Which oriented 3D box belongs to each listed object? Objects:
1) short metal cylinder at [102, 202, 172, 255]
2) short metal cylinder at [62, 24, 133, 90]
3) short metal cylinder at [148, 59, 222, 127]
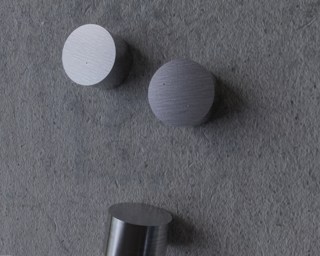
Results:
[{"bbox_3d":[-0.028,0.131,0.390,0.080,0.080,0.050,10,94,19],"label":"short metal cylinder"},{"bbox_3d":[-0.085,-0.095,0.426,0.080,0.050,0.080,0,90,20],"label":"short metal cylinder"},{"bbox_3d":[0.032,-0.041,0.384,0.080,0.050,0.080,0,90,20],"label":"short metal cylinder"}]
